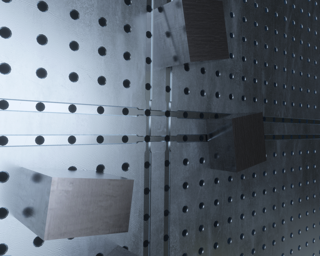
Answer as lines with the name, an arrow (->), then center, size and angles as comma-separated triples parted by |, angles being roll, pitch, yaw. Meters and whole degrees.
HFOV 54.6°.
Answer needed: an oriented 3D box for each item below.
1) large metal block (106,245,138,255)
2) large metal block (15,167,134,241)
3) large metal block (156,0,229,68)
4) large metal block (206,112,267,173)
large metal block -> -0.030, 0.191, 0.348 | 0.050, 0.080, 0.080 | -32, 110, -35
large metal block -> -0.084, 0.069, 0.302 | 0.081, 0.080, 0.050 | 10, 84, -40
large metal block -> 0.047, -0.130, 0.430 | 0.081, 0.050, 0.080 | -15, 100, -39
large metal block -> 0.122, 0.020, 0.494 | 0.081, 0.050, 0.080 | -11, 97, -39
